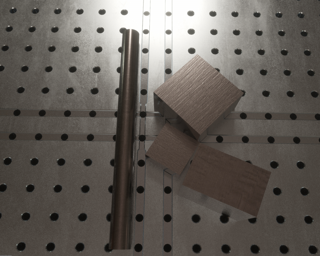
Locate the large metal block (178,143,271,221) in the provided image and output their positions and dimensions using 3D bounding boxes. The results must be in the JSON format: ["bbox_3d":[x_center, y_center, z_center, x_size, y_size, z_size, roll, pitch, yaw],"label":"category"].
[{"bbox_3d":[0.070,0.066,0.359,0.080,0.080,0.050,23,72,7],"label":"large metal block"}]

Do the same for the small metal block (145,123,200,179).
[{"bbox_3d":[0.016,0.030,0.401,0.050,0.025,0.050,31,73,10],"label":"small metal block"}]

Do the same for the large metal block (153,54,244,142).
[{"bbox_3d":[0.049,-0.036,0.412,0.080,0.050,0.080,-43,76,-14],"label":"large metal block"}]

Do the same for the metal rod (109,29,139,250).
[{"bbox_3d":[-0.045,0.000,0.410,0.025,0.025,0.299,1,70,0],"label":"metal rod"}]
